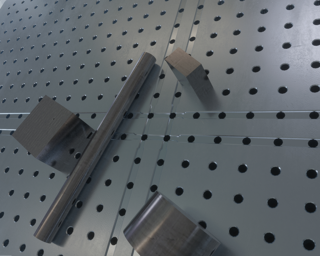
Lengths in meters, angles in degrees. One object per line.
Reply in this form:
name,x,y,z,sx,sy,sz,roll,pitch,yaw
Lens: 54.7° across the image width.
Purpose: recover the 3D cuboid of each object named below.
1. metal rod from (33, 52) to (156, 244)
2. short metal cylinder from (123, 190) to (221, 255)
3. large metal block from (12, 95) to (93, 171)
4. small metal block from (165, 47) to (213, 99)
metal rod,-0.084,0.016,0.442,0.025,0.025,0.300,16,70,34
short metal cylinder,0.011,0.106,0.302,0.080,0.080,0.050,34,81,38
large metal block,-0.165,0.006,0.475,0.080,0.050,0.080,29,77,37
small metal block,0.039,-0.074,0.417,0.025,0.050,0.050,-42,51,0
